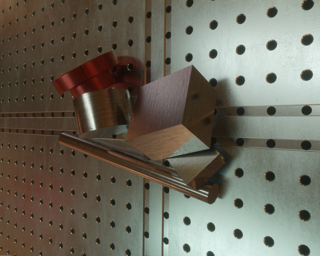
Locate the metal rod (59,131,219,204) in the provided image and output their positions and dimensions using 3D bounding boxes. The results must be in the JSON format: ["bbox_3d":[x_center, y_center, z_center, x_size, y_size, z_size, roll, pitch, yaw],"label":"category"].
[{"bbox_3d":[-0.052,0.047,0.450,0.300,0.025,0.025,14,99,38],"label":"metal rod"}]

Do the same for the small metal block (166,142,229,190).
[{"bbox_3d":[0.041,0.034,0.358,0.050,0.025,0.050,-45,50,8],"label":"small metal block"}]

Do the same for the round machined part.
[{"bbox_3d":[-0.101,-0.071,0.451,0.098,0.099,0.042,-17,107,38],"label":"round machined part"}]

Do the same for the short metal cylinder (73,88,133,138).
[{"bbox_3d":[-0.077,-0.019,0.434,0.080,0.081,0.050,-19,80,38],"label":"short metal cylinder"}]

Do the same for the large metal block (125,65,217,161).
[{"bbox_3d":[0.014,-0.015,0.357,0.080,0.050,0.080,-17,47,38],"label":"large metal block"}]
